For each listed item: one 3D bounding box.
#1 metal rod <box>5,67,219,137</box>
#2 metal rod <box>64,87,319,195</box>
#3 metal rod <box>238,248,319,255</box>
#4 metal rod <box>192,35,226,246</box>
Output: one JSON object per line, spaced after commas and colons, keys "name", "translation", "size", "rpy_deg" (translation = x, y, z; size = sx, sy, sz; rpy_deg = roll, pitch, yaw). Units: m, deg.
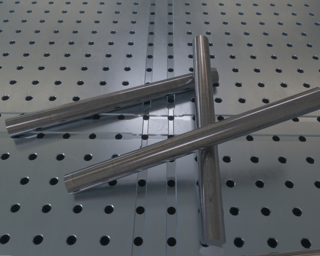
{"name": "metal rod", "translation": [-0.057, -0.040, 0.441], "size": [0.302, 0.025, 0.025], "rpy_deg": [-16, 52, -13]}
{"name": "metal rod", "translation": [0.038, 0.015, 0.351], "size": [0.301, 0.025, 0.025], "rpy_deg": [-19, 52, 1]}
{"name": "metal rod", "translation": [0.075, 0.135, 0.294], "size": [0.302, 0.025, 0.025], "rpy_deg": [-4, 50, -4]}
{"name": "metal rod", "translation": [0.058, -0.009, 0.395], "size": [0.025, 0.025, 0.300], "rpy_deg": [1, 56, 1]}
